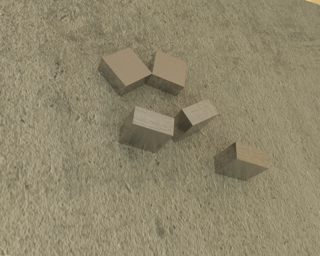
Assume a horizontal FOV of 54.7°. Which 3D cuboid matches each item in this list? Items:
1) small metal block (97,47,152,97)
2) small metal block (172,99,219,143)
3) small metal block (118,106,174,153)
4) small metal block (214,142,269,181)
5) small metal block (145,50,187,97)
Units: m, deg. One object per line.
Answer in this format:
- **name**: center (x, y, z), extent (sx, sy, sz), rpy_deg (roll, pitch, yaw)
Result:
- **small metal block**: center (-0.048, -0.077, 0.425), extent (0.050, 0.025, 0.050), rpy_deg (-34, 81, -38)
- **small metal block**: center (0.042, -0.009, 0.416), extent (0.050, 0.050, 0.025), rpy_deg (-23, 75, -36)
- **small metal block**: center (-0.017, 0.003, 0.376), extent (0.050, 0.050, 0.025), rpy_deg (18, 55, -18)
- **small metal block**: center (0.109, 0.046, 0.418), extent (0.050, 0.050, 0.025), rpy_deg (17, 55, -19)
- **small metal block**: center (0.010, -0.081, 0.458), extent (0.050, 0.025, 0.050), rpy_deg (20, 54, -17)
